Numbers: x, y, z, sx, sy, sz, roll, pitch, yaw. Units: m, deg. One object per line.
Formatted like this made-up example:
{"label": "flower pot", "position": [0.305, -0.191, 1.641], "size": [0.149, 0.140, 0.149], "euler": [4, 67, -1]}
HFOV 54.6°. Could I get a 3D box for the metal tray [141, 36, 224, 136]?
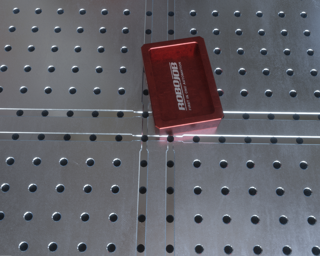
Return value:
{"label": "metal tray", "position": [0.028, -0.060, 0.431], "size": [0.091, 0.030, 0.130], "euler": [-9, 70, -4]}
